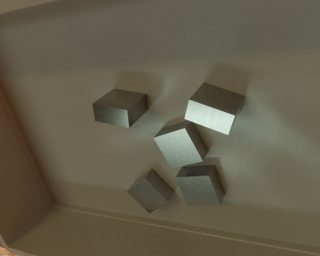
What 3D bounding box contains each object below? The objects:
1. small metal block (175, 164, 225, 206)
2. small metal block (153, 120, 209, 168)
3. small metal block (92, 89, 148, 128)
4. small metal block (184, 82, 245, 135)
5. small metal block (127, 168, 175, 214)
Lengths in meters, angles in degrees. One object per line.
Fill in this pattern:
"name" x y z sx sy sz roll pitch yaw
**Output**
"small metal block" 0.056 0.080 0.429 0.050 0.025 0.050 -9 114 32
"small metal block" 0.028 0.021 0.407 0.050 0.025 0.050 -18 109 35
"small metal block" -0.051 -0.027 0.403 0.050 0.050 0.025 12 123 22
"small metal block" 0.062 -0.023 0.346 0.050 0.050 0.025 21 127 15
"small metal block" -0.014 0.097 0.477 0.050 0.025 0.050 45 129 -4
